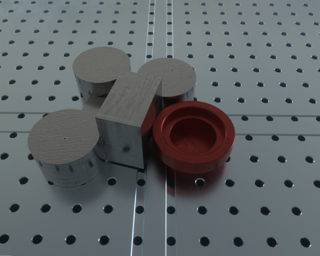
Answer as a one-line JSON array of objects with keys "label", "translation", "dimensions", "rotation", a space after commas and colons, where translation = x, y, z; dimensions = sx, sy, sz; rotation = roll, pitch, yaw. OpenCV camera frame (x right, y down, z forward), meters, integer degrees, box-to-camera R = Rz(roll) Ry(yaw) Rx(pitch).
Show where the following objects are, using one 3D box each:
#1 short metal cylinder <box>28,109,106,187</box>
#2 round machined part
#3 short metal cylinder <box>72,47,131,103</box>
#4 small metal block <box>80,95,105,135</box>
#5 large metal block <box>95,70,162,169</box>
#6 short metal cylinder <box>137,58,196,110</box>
[{"label": "short metal cylinder", "translation": [-0.108, 0.023, 0.371], "dimensions": [0.080, 0.050, 0.080], "rotation": [0, 50, 0]}, {"label": "round machined part", "translation": [0.040, 0.015, 0.384], "dimensions": [0.099, 0.042, 0.098], "rotation": [0, 50, 0]}, {"label": "short metal cylinder", "translation": [-0.082, -0.074, 0.453], "dimensions": [0.080, 0.050, 0.080], "rotation": [0, 50, 0]}, {"label": "small metal block", "translation": [-0.079, -0.014, 0.418], "dimensions": [0.050, 0.025, 0.050], "rotation": [12, 51, 9]}, {"label": "large metal block", "translation": [-0.033, -0.010, 0.376], "dimensions": [0.050, 0.080, 0.080], "rotation": [12, 51, 10]}, {"label": "short metal cylinder", "translation": [0.009, -0.054, 0.436], "dimensions": [0.080, 0.050, 0.080], "rotation": [0, 50, 0]}]
